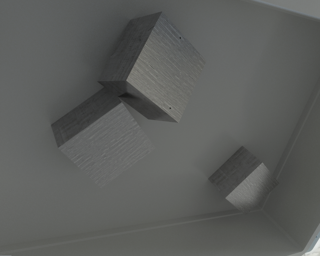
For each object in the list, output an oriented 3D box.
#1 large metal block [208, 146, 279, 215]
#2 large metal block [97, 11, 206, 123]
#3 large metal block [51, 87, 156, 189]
[{"bbox_3d":[0.143,0.090,0.526,0.080,0.050,0.080,-45,129,3],"label":"large metal block"},{"bbox_3d":[-0.006,-0.061,0.331,0.080,0.050,0.080,37,71,-39],"label":"large metal block"},{"bbox_3d":[-0.065,0.010,0.363,0.080,0.050,0.080,-37,129,-4],"label":"large metal block"}]
